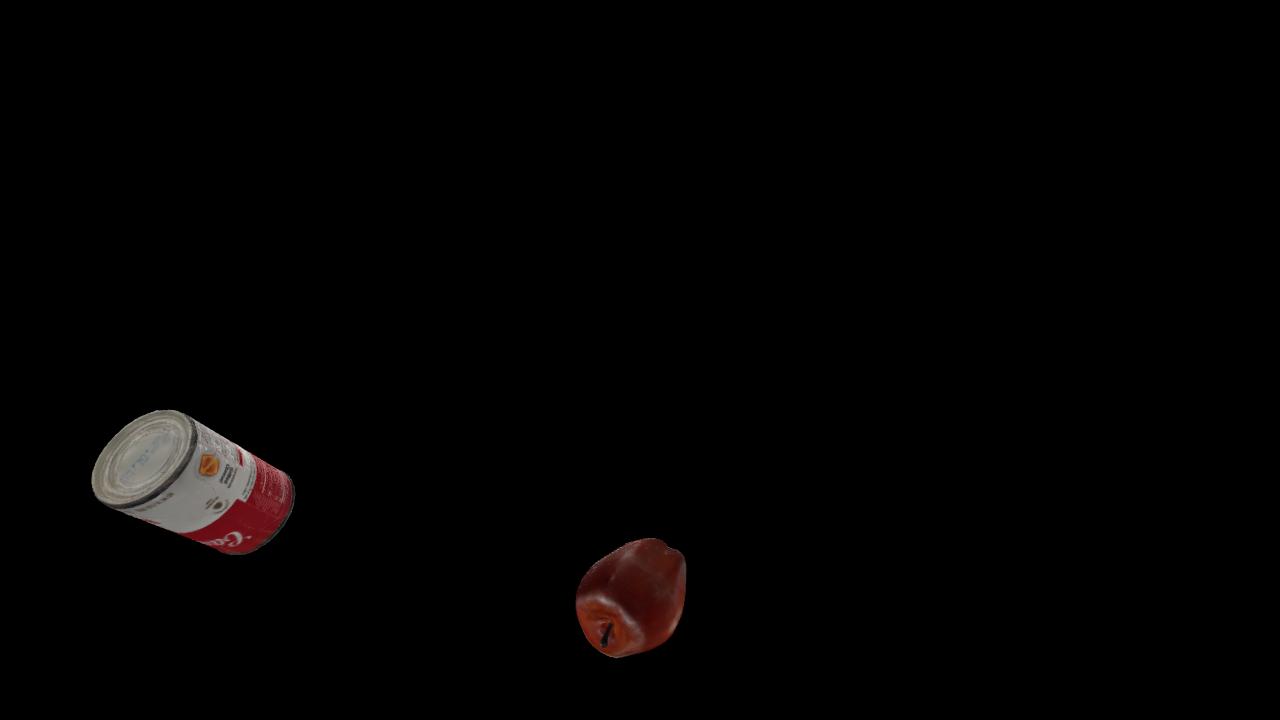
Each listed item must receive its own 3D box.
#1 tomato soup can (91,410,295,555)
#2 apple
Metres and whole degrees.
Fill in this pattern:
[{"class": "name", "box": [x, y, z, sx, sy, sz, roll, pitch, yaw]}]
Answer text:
[{"class": "tomato soup can", "box": [-0.298, 0.085, 0.419, 0.068, 0.068, 0.101, 0, -33, 11]}, {"class": "apple", "box": [-0.005, 0.178, 0.461, 0.079, 0.079, 0.093, 0, 22, 34]}]
